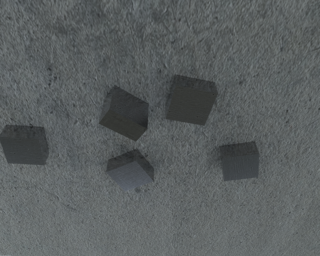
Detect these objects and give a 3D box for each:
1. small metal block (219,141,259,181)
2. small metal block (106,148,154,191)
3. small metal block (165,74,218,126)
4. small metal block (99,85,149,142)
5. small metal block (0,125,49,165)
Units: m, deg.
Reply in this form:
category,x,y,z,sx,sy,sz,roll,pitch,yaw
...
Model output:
category,x,y,z,sx,sy,sz,roll,pitch,yaw
small metal block,0.115,0.049,0.450,0.050,0.025,0.050,-8,130,6
small metal block,-0.043,0.063,0.461,0.050,0.025,0.050,-23,127,18
small metal block,0.037,-0.033,0.379,0.050,0.025,0.050,10,130,-9
small metal block,-0.042,-0.018,0.375,0.050,0.050,0.025,28,125,-22
small metal block,-0.185,0.024,0.426,0.050,0.025,0.050,4,130,-3
